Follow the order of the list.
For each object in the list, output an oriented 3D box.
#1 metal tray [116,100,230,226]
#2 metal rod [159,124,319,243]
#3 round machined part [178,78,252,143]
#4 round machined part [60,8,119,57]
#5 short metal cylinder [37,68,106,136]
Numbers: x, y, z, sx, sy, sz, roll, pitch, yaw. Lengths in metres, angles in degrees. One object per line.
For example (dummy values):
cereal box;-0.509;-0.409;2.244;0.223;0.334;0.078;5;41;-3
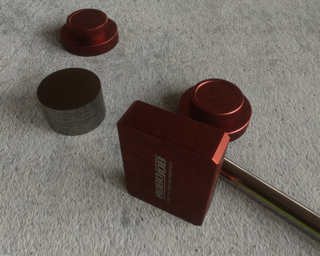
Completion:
metal tray;0.010;0.040;0.302;0.090;0.129;0.030;21;53;16
metal rod;0.119;0.075;0.341;0.300;0.025;0.025;32;57;24
round machined part;0.075;-0.029;0.418;0.099;0.042;0.098;0;50;0
round machined part;-0.122;-0.170;0.533;0.099;0.042;0.098;0;50;0
short metal cylinder;-0.116;-0.036;0.416;0.081;0.050;0.080;0;50;0
